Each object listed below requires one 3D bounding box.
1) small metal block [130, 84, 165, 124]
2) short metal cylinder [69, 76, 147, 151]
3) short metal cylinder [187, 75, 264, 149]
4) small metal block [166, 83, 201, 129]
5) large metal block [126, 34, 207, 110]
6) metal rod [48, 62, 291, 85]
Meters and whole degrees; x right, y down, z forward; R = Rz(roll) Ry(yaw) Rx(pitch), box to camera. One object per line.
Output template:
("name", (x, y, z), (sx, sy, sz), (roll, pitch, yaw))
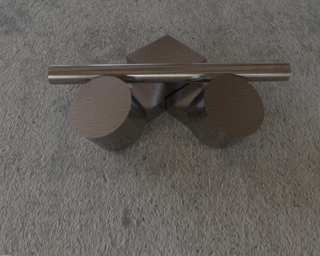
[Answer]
("small metal block", (-0.028, -0.032, 0.431), (0.050, 0.025, 0.050), (-35, 59, -27))
("short metal cylinder", (-0.063, -0.017, 0.383), (0.080, 0.050, 0.080), (-7, 66, 17))
("short metal cylinder", (0.081, -0.019, 0.387), (0.081, 0.050, 0.080), (7, 68, -16))
("small metal block", (0.044, -0.031, 0.430), (0.050, 0.025, 0.050), (-36, 59, -26))
("large metal block", (0.009, -0.084, 0.457), (0.080, 0.050, 0.080), (-35, 58, -26))
("metal rod", (0.013, -0.070, 0.397), (0.302, 0.025, 0.025), (-1, 50, -1))
